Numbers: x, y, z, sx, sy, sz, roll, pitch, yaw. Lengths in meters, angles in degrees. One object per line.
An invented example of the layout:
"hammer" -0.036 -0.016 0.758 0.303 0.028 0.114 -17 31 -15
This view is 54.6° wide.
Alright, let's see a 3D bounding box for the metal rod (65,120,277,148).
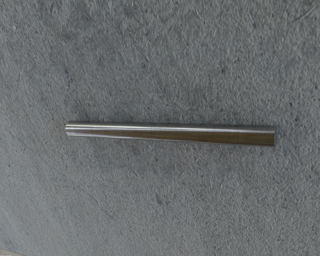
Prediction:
"metal rod" -0.004 0.005 0.414 0.300 0.025 0.025 2 119 27
